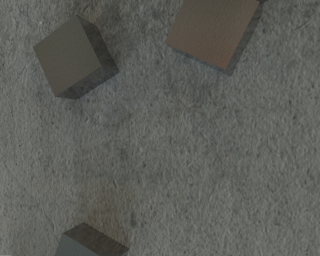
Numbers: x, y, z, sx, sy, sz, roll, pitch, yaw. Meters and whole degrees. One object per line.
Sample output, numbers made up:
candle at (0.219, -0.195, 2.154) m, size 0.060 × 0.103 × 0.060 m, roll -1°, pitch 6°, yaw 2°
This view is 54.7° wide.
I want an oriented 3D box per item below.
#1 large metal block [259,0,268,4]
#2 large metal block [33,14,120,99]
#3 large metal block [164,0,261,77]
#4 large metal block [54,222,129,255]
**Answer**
large metal block at (0.132, -0.203, 0.349) m, size 0.080 × 0.050 × 0.080 m, roll -26°, pitch 82°, yaw 18°
large metal block at (-0.117, -0.096, 0.436) m, size 0.080 × 0.050 × 0.080 m, roll -29°, pitch 81°, yaw 17°
large metal block at (0.064, -0.118, 0.373) m, size 0.080 × 0.050 × 0.080 m, roll 28°, pitch 99°, yaw 17°
large metal block at (-0.101, 0.192, 0.430) m, size 0.080 × 0.050 × 0.080 m, roll 23°, pitch 98°, yaw 18°
